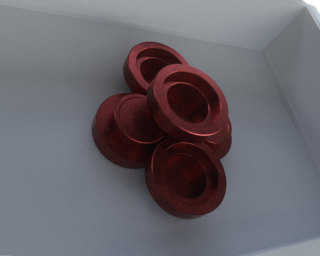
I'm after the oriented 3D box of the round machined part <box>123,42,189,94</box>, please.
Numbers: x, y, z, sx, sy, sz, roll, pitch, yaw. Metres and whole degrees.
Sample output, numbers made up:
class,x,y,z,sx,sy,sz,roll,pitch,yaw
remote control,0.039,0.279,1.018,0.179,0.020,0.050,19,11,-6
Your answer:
class,x,y,z,sx,sy,sz,roll,pitch,yaw
round machined part,-0.005,-0.069,0.433,0.099,0.042,0.098,14,56,-21

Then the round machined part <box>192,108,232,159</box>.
class,x,y,z,sx,sy,sz,roll,pitch,yaw
round machined part,0.059,0.000,0.425,0.099,0.042,0.098,14,56,-21

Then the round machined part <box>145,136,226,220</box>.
class,x,y,z,sx,sy,sz,roll,pitch,yaw
round machined part,0.027,0.061,0.371,0.099,0.042,0.098,14,56,-21

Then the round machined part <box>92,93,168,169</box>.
class,x,y,z,sx,sy,sz,roll,pitch,yaw
round machined part,-0.030,-0.003,0.380,0.099,0.042,0.098,14,56,-21

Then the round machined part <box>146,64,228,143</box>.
class,x,y,z,sx,sy,sz,roll,pitch,yaw
round machined part,0.029,-0.025,0.371,0.099,0.042,0.098,14,56,-21
